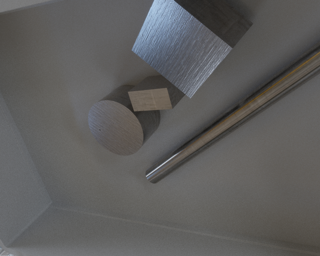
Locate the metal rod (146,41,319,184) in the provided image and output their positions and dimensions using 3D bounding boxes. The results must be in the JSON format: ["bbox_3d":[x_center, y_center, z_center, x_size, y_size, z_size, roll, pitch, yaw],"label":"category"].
[{"bbox_3d":[0.078,-0.005,0.363,0.025,0.025,0.299,46,129,-4],"label":"metal rod"}]

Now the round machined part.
[{"bbox_3d":[-0.291,0.148,0.642,0.098,0.042,0.097,13,124,20],"label":"round machined part"}]

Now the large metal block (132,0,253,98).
[{"bbox_3d":[0.029,-0.090,0.308,0.080,0.050,0.080,40,144,0],"label":"large metal block"}]

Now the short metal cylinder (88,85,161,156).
[{"bbox_3d":[-0.046,-0.011,0.409,0.080,0.050,0.079,13,124,20],"label":"short metal cylinder"}]

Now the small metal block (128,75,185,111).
[{"bbox_3d":[-0.001,-0.043,0.365,0.050,0.050,0.025,-2,118,29],"label":"small metal block"}]
